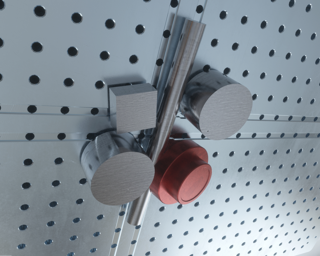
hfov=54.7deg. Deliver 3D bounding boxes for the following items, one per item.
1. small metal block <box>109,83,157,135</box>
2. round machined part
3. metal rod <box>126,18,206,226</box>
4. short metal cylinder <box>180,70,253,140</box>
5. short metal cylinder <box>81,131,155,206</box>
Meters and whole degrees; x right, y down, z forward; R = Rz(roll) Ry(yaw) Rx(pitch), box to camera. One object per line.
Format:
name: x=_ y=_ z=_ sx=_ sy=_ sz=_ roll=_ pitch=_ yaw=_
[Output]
small metal block: x=-0.032 y=-0.024 z=0.374 sx=0.050 sy=0.025 sz=0.050 roll=-11 pitch=123 yaw=-23
round machined part: x=0.036 y=0.070 z=0.443 sx=0.099 sy=0.042 sz=0.097 roll=-27 pitch=134 yaw=-31
metal rod: x=0.001 y=0.009 z=0.412 sx=0.025 sy=0.025 sz=0.298 roll=3 pitch=117 yaw=-30
short metal cylinder: x=0.074 y=-0.031 z=0.411 sx=0.081 sy=0.050 sz=0.079 roll=-14 pitch=124 yaw=-21
short metal cylinder: x=-0.054 y=0.050 z=0.391 sx=0.081 sy=0.050 sz=0.079 roll=-14 pitch=124 yaw=-21
